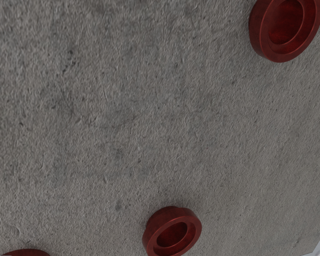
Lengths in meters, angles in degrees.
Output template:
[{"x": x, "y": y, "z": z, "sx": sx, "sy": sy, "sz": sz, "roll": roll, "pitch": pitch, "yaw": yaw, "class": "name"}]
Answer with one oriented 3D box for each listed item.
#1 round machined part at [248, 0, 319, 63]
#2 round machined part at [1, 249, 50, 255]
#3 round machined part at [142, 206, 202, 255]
[{"x": 0.153, "y": -0.137, "z": 0.395, "sx": 0.099, "sy": 0.042, "sz": 0.097, "roll": -14, "pitch": 124, "yaw": -21, "class": "round machined part"}, {"x": -0.194, "y": 0.217, "z": 0.425, "sx": 0.099, "sy": 0.042, "sz": 0.097, "roll": -14, "pitch": 124, "yaw": -21, "class": "round machined part"}, {"x": 0.016, "y": 0.168, "z": 0.508, "sx": 0.099, "sy": 0.042, "sz": 0.097, "roll": -14, "pitch": 124, "yaw": -21, "class": "round machined part"}]
